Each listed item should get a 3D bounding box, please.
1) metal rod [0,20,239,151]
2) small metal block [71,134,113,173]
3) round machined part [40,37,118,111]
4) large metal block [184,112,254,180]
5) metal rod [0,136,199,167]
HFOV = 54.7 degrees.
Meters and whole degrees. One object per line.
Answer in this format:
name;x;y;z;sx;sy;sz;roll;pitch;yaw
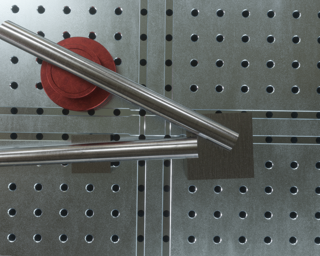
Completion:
metal rod;-0.049;-0.050;0.364;0.301;0.025;0.025;26;90;2
small metal block;-0.089;0.034;0.413;0.050;0.025;0.050;0;90;-1
round machined part;-0.107;-0.071;0.403;0.099;0.042;0.097;0;90;-1
large metal block;0.072;0.022;0.399;0.081;0.050;0.079;-2;90;-1
metal rod;-0.104;0.032;0.385;0.301;0.025;0.025;-4;90;10
